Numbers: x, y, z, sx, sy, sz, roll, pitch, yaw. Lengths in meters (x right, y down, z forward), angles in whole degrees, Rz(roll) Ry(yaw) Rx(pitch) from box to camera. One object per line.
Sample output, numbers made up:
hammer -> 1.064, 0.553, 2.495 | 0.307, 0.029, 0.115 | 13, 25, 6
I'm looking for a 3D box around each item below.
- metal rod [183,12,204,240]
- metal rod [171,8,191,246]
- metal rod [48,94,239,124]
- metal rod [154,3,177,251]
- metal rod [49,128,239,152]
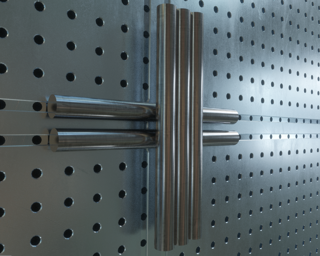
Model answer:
metal rod -> 0.045, -0.003, 0.417 | 0.025, 0.025, 0.298 | 1, 90, -40
metal rod -> 0.026, -0.002, 0.401 | 0.025, 0.025, 0.298 | 1, 90, -40
metal rod -> 0.005, -0.020, 0.415 | 0.302, 0.025, 0.025 | 1, 90, -40
metal rod -> 0.007, -0.001, 0.385 | 0.025, 0.025, 0.298 | 1, 90, -40
metal rod -> 0.006, 0.014, 0.417 | 0.302, 0.025, 0.025 | 1, 90, -40
